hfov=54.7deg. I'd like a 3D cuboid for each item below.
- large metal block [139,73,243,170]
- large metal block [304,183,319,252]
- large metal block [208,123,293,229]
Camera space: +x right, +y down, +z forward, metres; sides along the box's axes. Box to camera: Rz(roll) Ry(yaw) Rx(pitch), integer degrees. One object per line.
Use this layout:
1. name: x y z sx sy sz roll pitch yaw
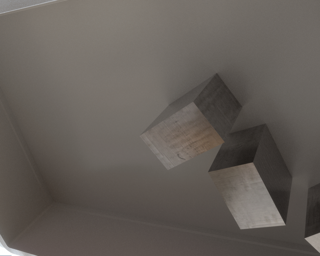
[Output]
1. large metal block: 0.037 -0.008 0.349 0.080 0.080 0.050 -32 101 38
2. large metal block: 0.206 0.107 0.330 0.080 0.080 0.050 44 129 -2
3. large metal block: 0.106 0.054 0.350 0.050 0.080 0.080 -20 108 35
